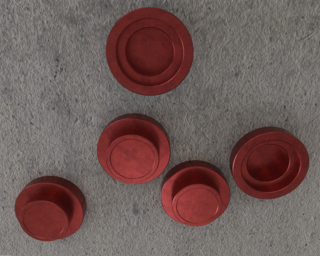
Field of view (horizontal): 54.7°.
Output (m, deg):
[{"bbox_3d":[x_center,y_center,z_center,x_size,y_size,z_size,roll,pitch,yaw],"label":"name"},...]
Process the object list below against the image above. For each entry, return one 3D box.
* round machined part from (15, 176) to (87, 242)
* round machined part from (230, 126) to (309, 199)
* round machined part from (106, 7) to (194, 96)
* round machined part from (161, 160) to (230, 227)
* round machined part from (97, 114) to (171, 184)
[{"bbox_3d":[-0.159,0.122,0.444,0.099,0.042,0.097,0,110,0],"label":"round machined part"},{"bbox_3d":[0.143,0.043,0.418,0.099,0.042,0.097,0,110,0],"label":"round machined part"},{"bbox_3d":[-0.011,-0.091,0.367,0.099,0.042,0.097,0,110,0],"label":"round machined part"},{"bbox_3d":[0.050,0.099,0.437,0.099,0.042,0.097,0,110,0],"label":"round machined part"},{"bbox_3d":[-0.035,0.033,0.412,0.099,0.042,0.097,0,110,0],"label":"round machined part"}]
